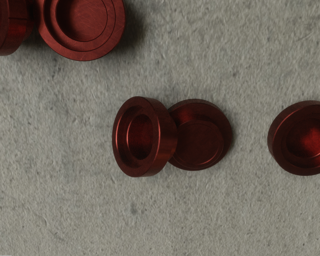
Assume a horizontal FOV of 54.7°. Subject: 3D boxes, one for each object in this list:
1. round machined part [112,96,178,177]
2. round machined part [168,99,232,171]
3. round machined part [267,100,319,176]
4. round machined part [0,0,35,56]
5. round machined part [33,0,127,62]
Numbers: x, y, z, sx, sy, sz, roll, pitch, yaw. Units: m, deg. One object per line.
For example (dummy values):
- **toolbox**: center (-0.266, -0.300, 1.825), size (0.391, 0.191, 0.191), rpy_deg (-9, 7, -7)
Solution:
- **round machined part**: center (-0.016, 0.011, 0.385), size (0.042, 0.098, 0.097), rpy_deg (4, 115, -40)
- **round machined part**: center (0.046, 0.014, 0.407), size (0.099, 0.042, 0.097), rpy_deg (0, 110, -1)
- **round machined part**: center (0.190, 0.010, 0.407), size (0.099, 0.042, 0.097), rpy_deg (0, 110, -1)
- **round machined part**: center (-0.175, -0.128, 0.336), size (0.098, 0.042, 0.097), rpy_deg (9, 108, 30)
- **round machined part**: center (-0.087, -0.128, 0.352), size (0.099, 0.042, 0.097), rpy_deg (-1, 110, -2)
